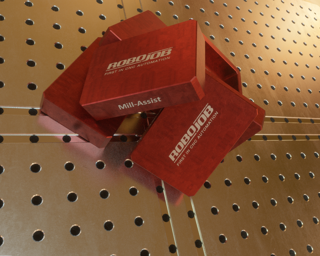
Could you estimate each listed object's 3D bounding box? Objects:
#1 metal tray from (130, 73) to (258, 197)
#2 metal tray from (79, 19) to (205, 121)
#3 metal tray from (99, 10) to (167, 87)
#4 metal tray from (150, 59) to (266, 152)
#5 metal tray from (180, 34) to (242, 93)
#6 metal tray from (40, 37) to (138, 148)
[{"bbox_3d":[0.037,0.005,0.363,0.090,0.130,0.030,34,13,-6],"label":"metal tray"},{"bbox_3d":[-0.018,-0.062,0.339,0.030,0.130,0.090,54,33,-49],"label":"metal tray"},{"bbox_3d":[-0.016,-0.116,0.443,0.090,0.030,0.131,42,37,-4],"label":"metal tray"},{"bbox_3d":[0.059,-0.024,0.411,0.130,0.090,0.030,33,51,-7],"label":"metal tray"},{"bbox_3d":[0.076,-0.080,0.463,0.130,0.030,0.090,32,48,-36],"label":"metal tray"},{"bbox_3d":[-0.075,-0.049,0.394,0.090,0.030,0.130,34,51,-7],"label":"metal tray"}]
